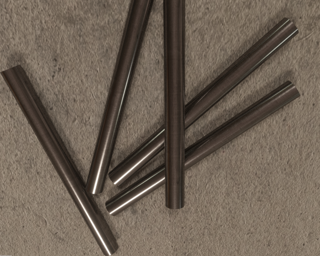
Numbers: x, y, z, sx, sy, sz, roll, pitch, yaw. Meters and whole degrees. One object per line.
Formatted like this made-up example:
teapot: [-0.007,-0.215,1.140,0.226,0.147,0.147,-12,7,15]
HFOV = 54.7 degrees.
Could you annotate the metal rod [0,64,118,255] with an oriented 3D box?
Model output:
metal rod: [-0.130,0.057,0.429,0.025,0.025,0.299,-20,109,7]

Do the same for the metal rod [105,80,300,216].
metal rod: [0.049,0.034,0.422,0.300,0.025,0.025,-35,107,11]

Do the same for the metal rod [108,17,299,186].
metal rod: [0.046,-0.025,0.401,0.300,0.025,0.025,-41,105,13]

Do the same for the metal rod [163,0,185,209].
metal rod: [0.018,-0.045,0.373,0.025,0.025,0.298,-1,103,0]

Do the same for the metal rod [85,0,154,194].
metal rod: [-0.051,-0.048,0.391,0.025,0.025,0.298,15,109,-6]
